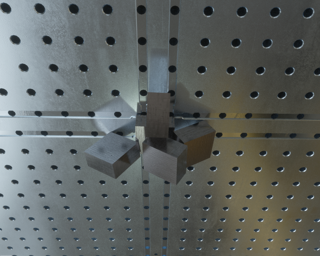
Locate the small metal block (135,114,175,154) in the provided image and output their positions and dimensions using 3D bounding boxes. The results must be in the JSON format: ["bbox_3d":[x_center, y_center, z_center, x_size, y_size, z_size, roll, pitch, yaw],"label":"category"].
[{"bbox_3d":[-0.007,0.009,0.420,0.050,0.025,0.050,2,130,-2],"label":"small metal block"}]

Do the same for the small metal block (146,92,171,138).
[{"bbox_3d":[-0.003,-0.016,0.368,0.025,0.050,0.050,3,94,-1],"label":"small metal block"}]

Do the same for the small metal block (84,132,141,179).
[{"bbox_3d":[-0.062,0.035,0.411,0.050,0.050,0.025,18,131,31],"label":"small metal block"}]

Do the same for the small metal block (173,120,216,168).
[{"bbox_3d":[0.044,0.023,0.417,0.050,0.025,0.050,-19,135,-25],"label":"small metal block"}]

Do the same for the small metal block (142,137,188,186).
[{"bbox_3d":[0.006,0.039,0.396,0.050,0.025,0.050,22,135,25],"label":"small metal block"}]
